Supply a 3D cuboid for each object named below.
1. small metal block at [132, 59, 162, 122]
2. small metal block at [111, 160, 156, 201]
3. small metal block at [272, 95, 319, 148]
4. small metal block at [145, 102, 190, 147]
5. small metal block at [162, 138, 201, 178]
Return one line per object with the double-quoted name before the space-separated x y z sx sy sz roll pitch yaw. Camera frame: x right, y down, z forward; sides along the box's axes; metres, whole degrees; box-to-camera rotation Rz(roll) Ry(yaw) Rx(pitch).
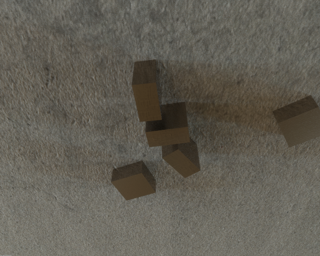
"small metal block" -0.014 -0.043 0.354 0.025 0.050 0.050 -6 130 4
"small metal block" -0.040 0.082 0.476 0.050 0.025 0.050 -18 128 14
"small metal block" 0.182 -0.008 0.404 0.050 0.025 0.050 -25 126 19
"small metal block" 0.009 -0.005 0.387 0.050 0.050 0.025 -7 130 6
"small metal block" 0.028 0.031 0.418 0.025 0.050 0.050 -31 124 23
